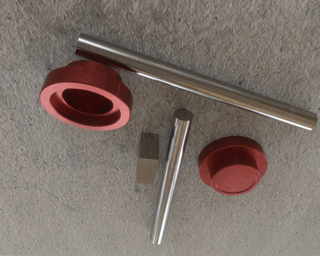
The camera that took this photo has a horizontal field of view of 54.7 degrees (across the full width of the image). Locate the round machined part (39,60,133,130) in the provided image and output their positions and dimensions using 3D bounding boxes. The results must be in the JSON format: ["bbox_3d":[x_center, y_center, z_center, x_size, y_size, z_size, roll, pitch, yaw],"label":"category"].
[{"bbox_3d":[-0.079,-0.039,0.348,0.099,0.042,0.098,5,151,3],"label":"round machined part"}]

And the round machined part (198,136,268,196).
[{"bbox_3d":[0.106,0.061,0.449,0.099,0.042,0.097,0,130,0],"label":"round machined part"}]

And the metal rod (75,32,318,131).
[{"bbox_3d":[0.054,-0.049,0.366,0.302,0.025,0.025,16,128,-14],"label":"metal rod"}]

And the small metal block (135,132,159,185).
[{"bbox_3d":[-0.017,0.042,0.426,0.025,0.050,0.050,6,130,-6],"label":"small metal block"}]

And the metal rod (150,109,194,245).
[{"bbox_3d":[0.012,0.096,0.488,0.025,0.025,0.298,5,130,-5],"label":"metal rod"}]
